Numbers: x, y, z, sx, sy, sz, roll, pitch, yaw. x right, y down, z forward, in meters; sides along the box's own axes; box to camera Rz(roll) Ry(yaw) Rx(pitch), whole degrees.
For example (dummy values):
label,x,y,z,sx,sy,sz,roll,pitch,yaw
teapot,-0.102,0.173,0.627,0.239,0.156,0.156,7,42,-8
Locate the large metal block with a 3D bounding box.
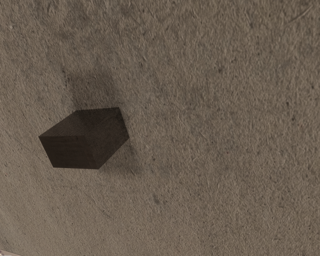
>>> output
label,x,y,z,sx,sy,sz,roll,pitch,yaw
large metal block,-0.103,0.013,0.431,0.080,0.080,0.050,-2,117,29
